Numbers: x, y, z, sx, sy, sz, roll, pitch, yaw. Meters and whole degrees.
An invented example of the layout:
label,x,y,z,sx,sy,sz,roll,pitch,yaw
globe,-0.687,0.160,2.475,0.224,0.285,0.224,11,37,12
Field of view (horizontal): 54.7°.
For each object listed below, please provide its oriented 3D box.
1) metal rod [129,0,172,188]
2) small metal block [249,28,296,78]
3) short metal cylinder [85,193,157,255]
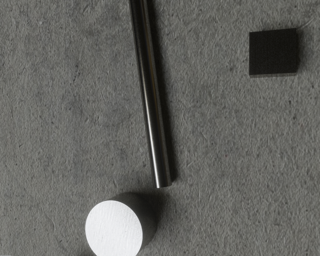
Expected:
label,x,y,z,sx,sy,sz,roll,pitch,yaw
metal rod,-0.016,-0.071,0.413,0.025,0.025,0.298,-9,87,19
small metal block,0.131,-0.086,0.363,0.050,0.025,0.050,0,90,19
short metal cylinder,-0.051,0.131,0.412,0.080,0.050,0.079,0,90,19
